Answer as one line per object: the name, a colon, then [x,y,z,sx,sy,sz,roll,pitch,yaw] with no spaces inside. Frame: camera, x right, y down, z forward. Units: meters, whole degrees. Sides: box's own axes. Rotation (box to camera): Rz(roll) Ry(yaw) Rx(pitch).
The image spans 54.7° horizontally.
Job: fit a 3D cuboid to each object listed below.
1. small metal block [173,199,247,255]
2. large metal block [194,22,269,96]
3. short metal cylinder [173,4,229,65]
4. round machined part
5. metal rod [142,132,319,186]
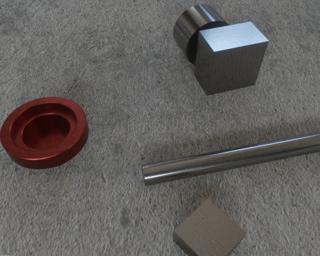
small metal block: [0.049,0.109,0.312,0.050,0.025,0.050,-36,59,-27]
large metal block: [0.100,-0.101,0.453,0.081,0.080,0.050,-14,52,-12]
short metal cylinder: [0.068,-0.146,0.491,0.081,0.080,0.050,-16,52,-14]
round machined part: [-0.138,0.010,0.382,0.099,0.042,0.098,0,50,0]
metal rod: [0.128,0.030,0.379,0.302,0.025,0.025,-10,51,-9]
